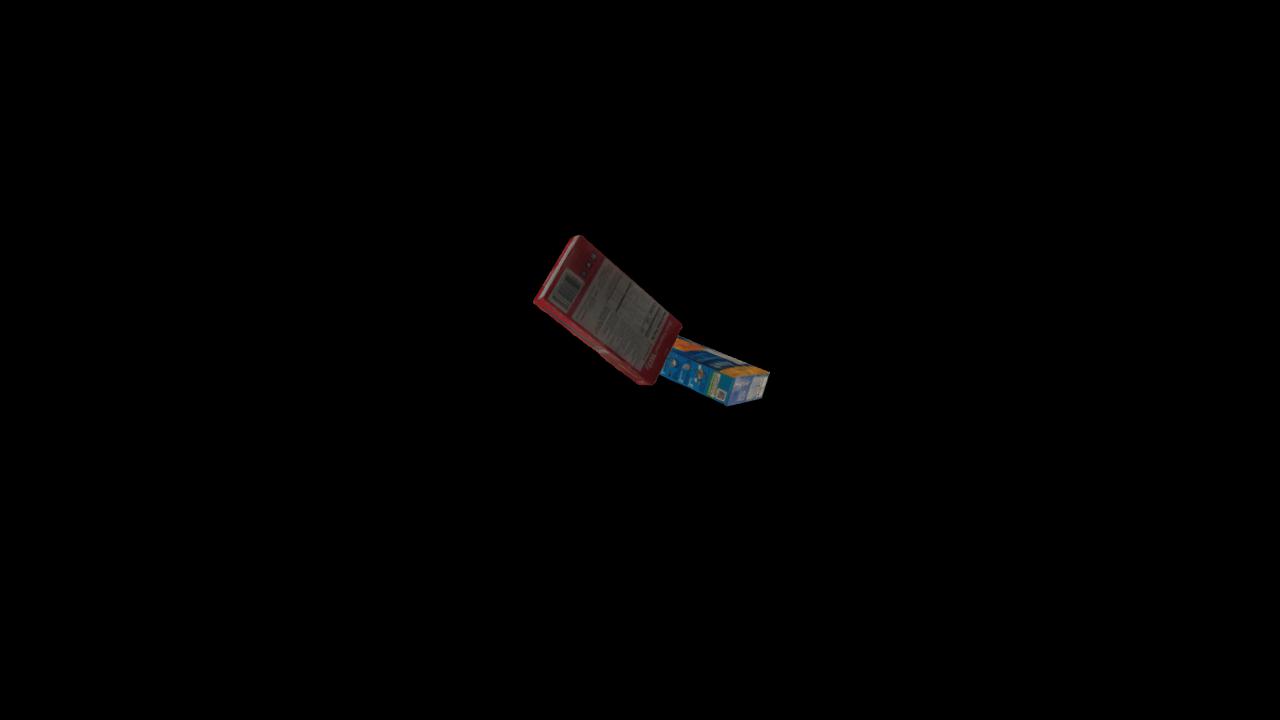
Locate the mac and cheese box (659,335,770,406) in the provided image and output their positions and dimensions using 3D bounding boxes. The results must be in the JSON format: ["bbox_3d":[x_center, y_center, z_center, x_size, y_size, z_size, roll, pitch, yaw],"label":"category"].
[{"bbox_3d":[0.055,0.001,0.745,0.184,0.041,0.093,24,18,33],"label":"mac and cheese box"}]

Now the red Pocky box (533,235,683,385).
[{"bbox_3d":[-0.029,-0.047,0.631,0.155,0.083,0.028,39,-26,-28],"label":"red Pocky box"}]
